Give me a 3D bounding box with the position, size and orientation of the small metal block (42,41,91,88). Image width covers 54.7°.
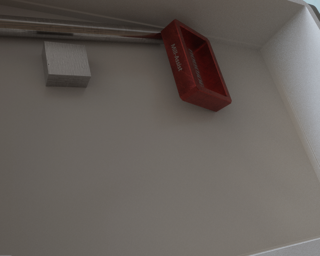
[{"bbox_3d":[-0.119,-0.079,0.391,0.050,0.025,0.050,-2,63,-29],"label":"small metal block"}]

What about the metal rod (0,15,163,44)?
[{"bbox_3d":[-0.123,-0.133,0.421,0.303,0.025,0.025,-7,65,-31],"label":"metal rod"}]

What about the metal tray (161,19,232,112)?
[{"bbox_3d":[0.055,-0.094,0.473,0.091,0.030,0.130,13,54,-45],"label":"metal tray"}]
